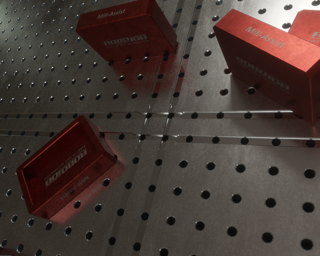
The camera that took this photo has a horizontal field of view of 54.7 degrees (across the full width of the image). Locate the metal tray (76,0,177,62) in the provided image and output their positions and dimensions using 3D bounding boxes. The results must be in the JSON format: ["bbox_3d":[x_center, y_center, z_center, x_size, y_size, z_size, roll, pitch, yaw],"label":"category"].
[{"bbox_3d":[-0.050,-0.146,0.479,0.130,0.090,0.030,-2,67,27],"label":"metal tray"}]

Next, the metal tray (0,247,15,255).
[{"bbox_3d":[-0.219,0.224,0.380,0.090,0.030,0.130,13,68,33],"label":"metal tray"}]

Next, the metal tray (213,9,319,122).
[{"bbox_3d":[0.123,-0.070,0.344,0.030,0.090,0.130,-44,51,-2],"label":"metal tray"}]

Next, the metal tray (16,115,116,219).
[{"bbox_3d":[-0.136,0.053,0.441,0.130,0.030,0.090,-40,51,0],"label":"metal tray"}]

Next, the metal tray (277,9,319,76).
[{"bbox_3d":[0.207,-0.086,0.342,0.130,0.030,0.090,18,66,32],"label":"metal tray"}]
